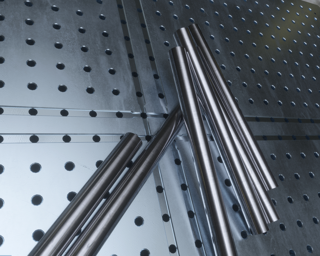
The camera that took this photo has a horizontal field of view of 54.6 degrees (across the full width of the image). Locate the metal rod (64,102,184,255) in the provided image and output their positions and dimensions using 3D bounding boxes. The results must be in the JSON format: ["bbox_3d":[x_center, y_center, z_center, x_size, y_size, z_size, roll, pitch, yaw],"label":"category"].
[{"bbox_3d":[-0.015,0.040,0.374,0.025,0.025,0.301,39,51,-2],"label":"metal rod"}]

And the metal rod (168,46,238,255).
[{"bbox_3d":[0.052,0.031,0.393,0.025,0.025,0.299,-2,70,-29],"label":"metal rod"}]

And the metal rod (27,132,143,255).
[{"bbox_3d":[-0.101,0.110,0.286,0.025,0.025,0.301,38,51,-3],"label":"metal rod"}]

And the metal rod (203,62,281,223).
[{"bbox_3d":[0.096,-0.006,0.462,0.025,0.025,0.299,-9,66,-32],"label":"metal rod"}]

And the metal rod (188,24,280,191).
[{"bbox_3d":[0.107,-0.043,0.491,0.025,0.025,0.299,-8,66,-31],"label":"metal rod"}]

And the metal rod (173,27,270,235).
[{"bbox_3d":[0.080,-0.005,0.429,0.025,0.025,0.299,-11,75,-33],"label":"metal rod"}]
